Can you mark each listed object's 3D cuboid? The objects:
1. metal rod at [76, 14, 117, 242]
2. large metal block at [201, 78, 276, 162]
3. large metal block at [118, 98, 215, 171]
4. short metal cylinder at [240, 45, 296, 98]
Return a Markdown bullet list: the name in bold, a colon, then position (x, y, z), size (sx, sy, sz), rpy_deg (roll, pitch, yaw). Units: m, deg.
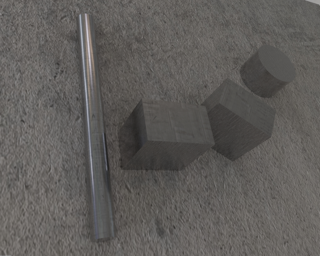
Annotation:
- **metal rod**: position (-0.081, -0.021, 0.373), size (0.025, 0.025, 0.299), rpy_deg (4, 60, -27)
- **large metal block**: position (0.097, -0.009, 0.426), size (0.080, 0.080, 0.050), rpy_deg (32, 52, -8)
- **large metal block**: position (0.004, 0.012, 0.363), size (0.081, 0.080, 0.050), rpy_deg (5, 60, -26)
- **short metal cylinder**: position (0.192, -0.100, 0.552), size (0.081, 0.050, 0.080), rpy_deg (14, 56, -21)
